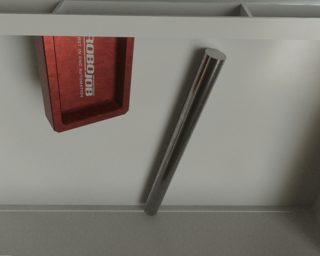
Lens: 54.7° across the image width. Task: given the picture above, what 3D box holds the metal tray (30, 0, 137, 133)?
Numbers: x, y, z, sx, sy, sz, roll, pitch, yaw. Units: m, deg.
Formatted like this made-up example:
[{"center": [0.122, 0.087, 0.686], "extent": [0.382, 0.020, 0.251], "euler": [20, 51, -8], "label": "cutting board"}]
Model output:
[{"center": [-0.075, -0.062, 0.321], "extent": [0.091, 0.030, 0.129], "euler": [-18, 138, -29], "label": "metal tray"}]

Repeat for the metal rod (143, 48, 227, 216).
[{"center": [0.023, 0.028, 0.433], "extent": [0.025, 0.025, 0.298], "euler": [11, 129, -10], "label": "metal rod"}]
